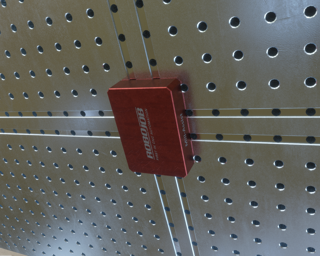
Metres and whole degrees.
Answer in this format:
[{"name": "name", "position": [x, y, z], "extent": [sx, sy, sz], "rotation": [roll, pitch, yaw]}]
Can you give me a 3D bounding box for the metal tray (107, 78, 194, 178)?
[{"name": "metal tray", "position": [-0.010, 0.001, 0.412], "extent": [0.090, 0.030, 0.129], "rotation": [2, 120, 27]}]
